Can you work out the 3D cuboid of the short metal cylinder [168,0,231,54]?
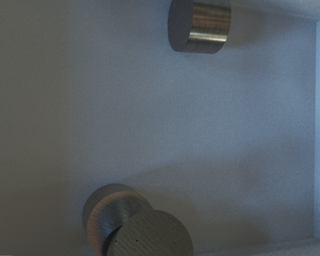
[{"bbox_3d":[0.048,-0.137,0.398,0.050,0.080,0.080,-1,91,-20],"label":"short metal cylinder"}]

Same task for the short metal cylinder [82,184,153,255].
[{"bbox_3d":[-0.051,0.112,0.378,0.081,0.050,0.080,0,90,-20],"label":"short metal cylinder"}]

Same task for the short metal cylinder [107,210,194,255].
[{"bbox_3d":[-0.012,0.131,0.323,0.081,0.050,0.080,8,60,-14],"label":"short metal cylinder"}]
